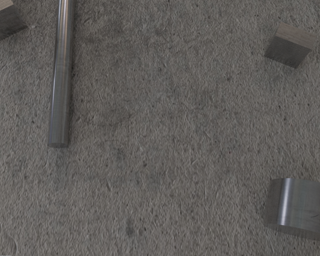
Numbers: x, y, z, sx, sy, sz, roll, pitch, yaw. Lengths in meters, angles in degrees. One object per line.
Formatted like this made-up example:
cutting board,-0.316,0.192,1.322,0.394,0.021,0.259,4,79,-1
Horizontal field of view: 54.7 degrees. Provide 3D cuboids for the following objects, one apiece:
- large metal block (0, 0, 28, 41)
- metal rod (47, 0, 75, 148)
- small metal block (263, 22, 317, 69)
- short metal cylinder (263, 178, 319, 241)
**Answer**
large metal block,-0.259,-0.174,0.457,0.080,0.050,0.080,-32,73,-11
metal rod,-0.140,-0.118,0.450,0.025,0.025,0.299,-3,70,-1
small metal block,0.183,-0.116,0.439,0.050,0.050,0.025,24,72,8
short metal cylinder,0.161,0.093,0.346,0.080,0.080,0.050,14,71,5
